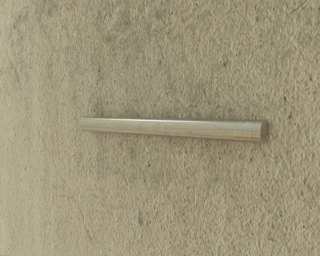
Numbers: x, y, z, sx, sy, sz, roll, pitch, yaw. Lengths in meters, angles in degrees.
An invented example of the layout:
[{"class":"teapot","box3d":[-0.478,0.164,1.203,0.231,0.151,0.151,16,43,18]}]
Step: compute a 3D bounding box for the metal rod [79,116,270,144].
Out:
[{"class":"metal rod","box3d":[-0.007,-0.002,0.414,0.300,0.025,0.025,3,92,40]}]
